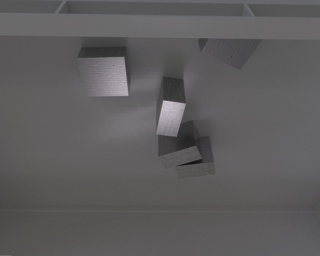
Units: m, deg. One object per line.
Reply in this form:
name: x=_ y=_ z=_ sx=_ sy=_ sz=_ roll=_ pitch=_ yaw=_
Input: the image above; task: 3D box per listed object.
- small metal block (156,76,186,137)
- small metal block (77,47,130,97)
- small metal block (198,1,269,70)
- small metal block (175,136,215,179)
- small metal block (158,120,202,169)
small metal block: x=0.012 y=-0.026 z=0.371 sx=0.025 sy=0.050 sz=0.050 roll=7 pitch=130 yaw=-6
small metal block: x=-0.062 y=-0.064 z=0.354 sx=0.050 sy=0.025 sz=0.050 roll=-1 pitch=130 yaw=1
small metal block: x=0.076 y=-0.097 z=0.327 sx=0.050 sy=0.025 sz=0.050 roll=20 pitch=127 yaw=-16
small metal block: x=0.047 y=0.040 z=0.427 sx=0.050 sy=0.050 sz=0.025 roll=-8 pitch=130 yaw=6
small metal block: x=0.026 y=0.022 z=0.411 sx=0.050 sy=0.050 sz=0.025 roll=-18 pitch=128 yaw=14
